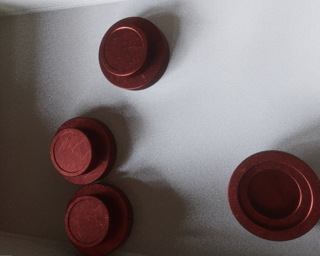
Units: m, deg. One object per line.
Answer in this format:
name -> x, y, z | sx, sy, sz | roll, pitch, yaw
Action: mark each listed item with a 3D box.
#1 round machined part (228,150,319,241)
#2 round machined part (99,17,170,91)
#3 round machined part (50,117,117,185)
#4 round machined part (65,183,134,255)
round machined part -> 0.130, 0.074, 0.355 | 0.098, 0.042, 0.097 | 0, 90, 20
round machined part -> -0.040, -0.101, 0.416 | 0.098, 0.042, 0.097 | 0, 90, 20
round machined part -> -0.115, 0.033, 0.442 | 0.098, 0.042, 0.097 | 0, 90, 20
round machined part -> -0.090, 0.125, 0.425 | 0.098, 0.042, 0.098 | -3, 80, 19
